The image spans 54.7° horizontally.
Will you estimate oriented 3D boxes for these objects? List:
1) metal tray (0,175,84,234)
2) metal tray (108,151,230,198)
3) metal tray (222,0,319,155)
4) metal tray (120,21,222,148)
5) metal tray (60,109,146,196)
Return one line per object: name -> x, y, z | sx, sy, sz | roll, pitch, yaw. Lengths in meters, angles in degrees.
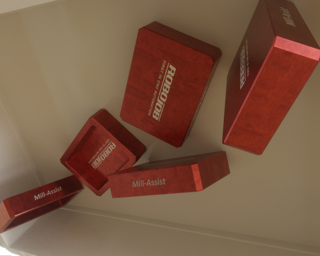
metal tray -> -0.206, 0.128, 0.527 | 0.090, 0.131, 0.030 | -41, 74, 39
metal tray -> 0.011, 0.059, 0.394 | 0.130, 0.091, 0.030 | -12, 89, 33
metal tray -> 0.086, -0.051, 0.262 | 0.030, 0.130, 0.089 | 19, 127, 1
metal tray -> 0.008, -0.048, 0.372 | 0.090, 0.030, 0.129 | 27, 128, 11
metal tray -> -0.092, 0.042, 0.479 | 0.090, 0.030, 0.129 | 43, 129, -2
